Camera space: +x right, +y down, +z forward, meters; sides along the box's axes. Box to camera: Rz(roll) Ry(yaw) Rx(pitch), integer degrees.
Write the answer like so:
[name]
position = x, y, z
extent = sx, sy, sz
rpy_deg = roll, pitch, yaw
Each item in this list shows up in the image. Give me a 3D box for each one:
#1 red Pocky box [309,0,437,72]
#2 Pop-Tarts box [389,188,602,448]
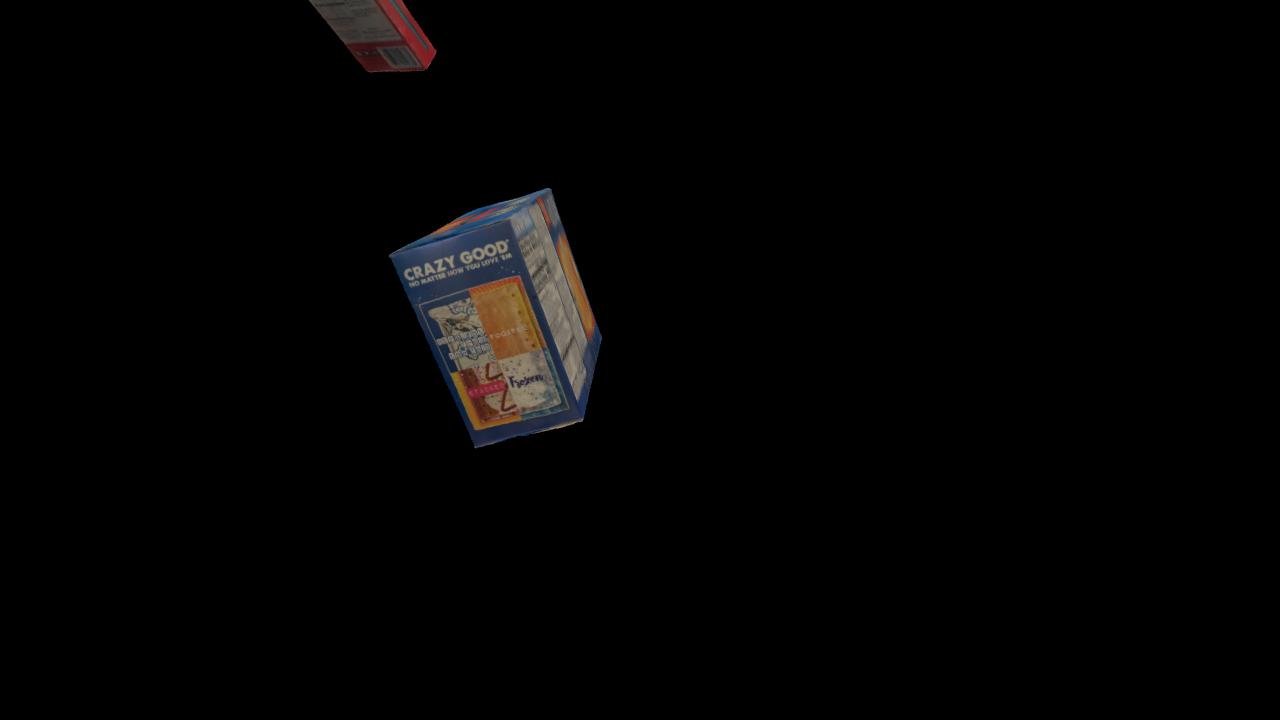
[red Pocky box]
position = -0.256, -0.325, 0.538
extent = 0.083, 0.028, 0.155
rpy_deg = 12, -22, 24
[Pop-Tarts box]
position = -0.093, -0.041, 0.461
extent = 0.083, 0.141, 0.167
rpy_deg = -15, 21, 6
